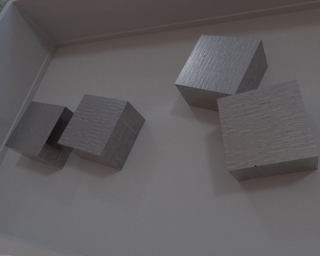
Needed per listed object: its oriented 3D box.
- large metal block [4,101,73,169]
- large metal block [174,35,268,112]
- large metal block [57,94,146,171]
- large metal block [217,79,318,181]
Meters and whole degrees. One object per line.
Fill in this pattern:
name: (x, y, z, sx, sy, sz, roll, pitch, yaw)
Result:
large metal block: (-0.175, 0.009, 0.476, 0.080, 0.050, 0.080, 10, 67, 32)
large metal block: (0.078, -0.067, 0.390, 0.080, 0.050, 0.080, 17, 70, 35)
large metal block: (-0.080, 0.004, 0.429, 0.080, 0.050, 0.080, 12, 68, 33)
large metal block: (0.110, 0.005, 0.322, 0.080, 0.050, 0.080, -13, 64, 21)
